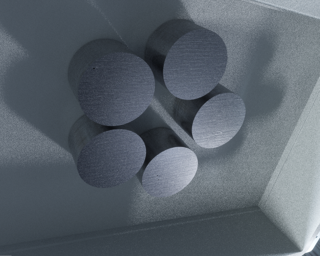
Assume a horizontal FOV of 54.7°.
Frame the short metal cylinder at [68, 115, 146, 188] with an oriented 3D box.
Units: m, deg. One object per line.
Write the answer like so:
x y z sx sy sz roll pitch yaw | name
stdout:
-0.064 0.024 0.370 0.081 0.050 0.079 -14 124 -21 | short metal cylinder

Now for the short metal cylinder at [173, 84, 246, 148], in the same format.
0.065 -0.020 0.413 0.081 0.050 0.079 -14 124 -21 | short metal cylinder

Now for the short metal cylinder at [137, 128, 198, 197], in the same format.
0.004 0.046 0.420 0.081 0.050 0.079 -14 124 -21 | short metal cylinder

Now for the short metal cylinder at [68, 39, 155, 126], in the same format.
-0.052 -0.049 0.331 0.081 0.050 0.079 -14 124 -21 | short metal cylinder

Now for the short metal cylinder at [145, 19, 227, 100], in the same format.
0.029 -0.079 0.357 0.081 0.050 0.079 -14 124 -21 | short metal cylinder
